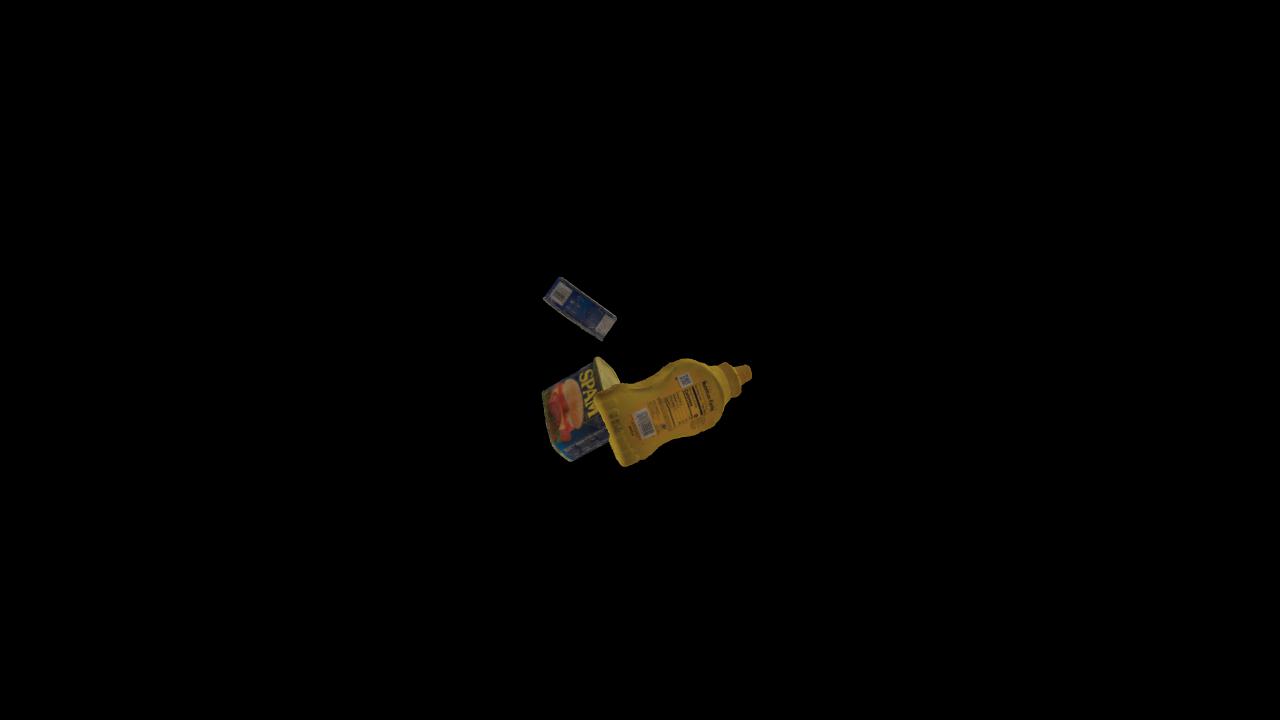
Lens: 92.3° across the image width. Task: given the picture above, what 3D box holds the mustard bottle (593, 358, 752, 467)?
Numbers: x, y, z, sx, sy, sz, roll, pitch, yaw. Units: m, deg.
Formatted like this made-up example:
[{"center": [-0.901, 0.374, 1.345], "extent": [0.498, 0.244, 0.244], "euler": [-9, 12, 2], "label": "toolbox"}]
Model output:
[{"center": [0.046, 0.047, 0.705], "extent": [0.184, 0.092, 0.054], "euler": [-22, 9, -10], "label": "mustard bottle"}]

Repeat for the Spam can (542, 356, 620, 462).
[{"center": [-0.065, 0.060, 0.736], "extent": [0.085, 0.101, 0.058], "euler": [-30, -43, 14], "label": "Spam can"}]

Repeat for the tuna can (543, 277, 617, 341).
[{"center": [-0.068, -0.059, 0.703], "extent": [0.084, 0.034, 0.084], "euler": [35, 2, -1], "label": "tuna can"}]
